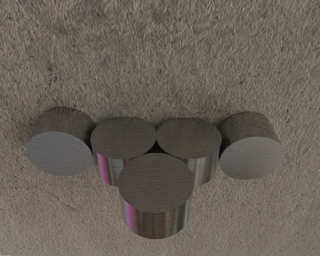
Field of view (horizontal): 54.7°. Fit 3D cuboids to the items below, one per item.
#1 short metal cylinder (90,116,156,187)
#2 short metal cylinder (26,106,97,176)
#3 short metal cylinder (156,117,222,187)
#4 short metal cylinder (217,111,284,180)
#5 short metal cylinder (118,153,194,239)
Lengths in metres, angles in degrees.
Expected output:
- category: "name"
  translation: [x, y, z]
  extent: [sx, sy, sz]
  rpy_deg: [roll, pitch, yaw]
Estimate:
- category: "short metal cylinder"
  translation: [-0.045, 0.029, 0.397]
  extent: [0.081, 0.080, 0.050]
  rpy_deg: [0, 130, 0]
- category: "short metal cylinder"
  translation: [-0.125, 0.018, 0.406]
  extent: [0.081, 0.050, 0.079]
  rpy_deg: [-1, 130, 0]
- category: "short metal cylinder"
  translation: [0.036, 0.029, 0.398]
  extent: [0.081, 0.080, 0.050]
  rpy_deg: [0, 129, 0]
- category: "short metal cylinder"
  translation: [0.116, 0.024, 0.413]
  extent: [0.081, 0.050, 0.079]
  rpy_deg: [-1, 131, 0]
- category: "short metal cylinder"
  translation: [-0.004, 0.074, 0.344]
  extent: [0.081, 0.080, 0.050]
  rpy_deg: [1, 131, -1]
